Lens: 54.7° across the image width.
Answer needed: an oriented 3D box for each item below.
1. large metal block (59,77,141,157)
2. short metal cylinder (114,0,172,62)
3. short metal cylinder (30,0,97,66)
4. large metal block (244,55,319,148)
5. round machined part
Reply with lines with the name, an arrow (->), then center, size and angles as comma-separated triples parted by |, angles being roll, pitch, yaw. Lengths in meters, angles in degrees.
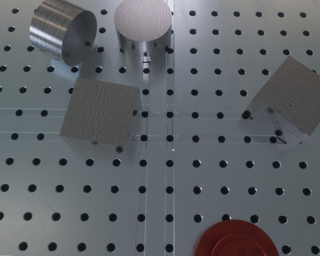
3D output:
large metal block -> -0.073, -0.013, 0.403 | 0.080, 0.050, 0.080 | 10, 70, 3
short metal cylinder -> -0.023, -0.145, 0.451 | 0.081, 0.050, 0.080 | 0, 70, 0
short metal cylinder -> -0.132, -0.133, 0.430 | 0.050, 0.080, 0.080 | 27, 72, 9
large metal block -> 0.174, -0.035, 0.412 | 0.080, 0.050, 0.080 | 39, 74, 13
round machined part -> 0.087, 0.153, 0.347 | 0.099, 0.042, 0.098 | 0, 70, 0
